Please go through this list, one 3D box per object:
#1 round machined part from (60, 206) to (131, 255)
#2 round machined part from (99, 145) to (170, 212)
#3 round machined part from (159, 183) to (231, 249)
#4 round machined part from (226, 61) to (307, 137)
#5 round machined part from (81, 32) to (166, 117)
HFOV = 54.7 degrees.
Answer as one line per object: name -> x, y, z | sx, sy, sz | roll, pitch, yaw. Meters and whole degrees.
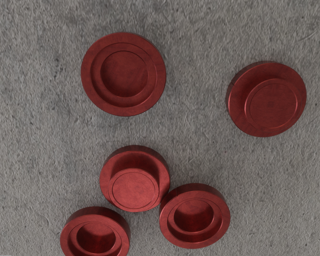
round machined part -> -0.092, 0.156, 0.457 | 0.099, 0.042, 0.097 | 0, 110, 0
round machined part -> -0.035, 0.076, 0.428 | 0.099, 0.042, 0.097 | 0, 110, 0
round machined part -> 0.047, 0.120, 0.444 | 0.099, 0.042, 0.097 | -1, 111, -2
round machined part -> 0.136, -0.033, 0.390 | 0.099, 0.042, 0.097 | 0, 110, 0
round machined part -> -0.042, -0.066, 0.376 | 0.099, 0.042, 0.097 | 0, 110, 0
